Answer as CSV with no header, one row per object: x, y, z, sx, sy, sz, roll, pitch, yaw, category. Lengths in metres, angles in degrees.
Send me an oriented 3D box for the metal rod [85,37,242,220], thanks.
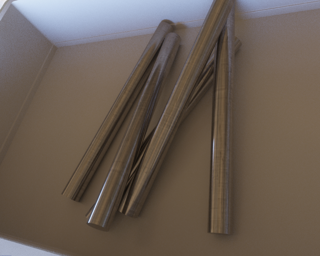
0.010,-0.003,0.402,0.025,0.025,0.300,31,79,38,metal rod

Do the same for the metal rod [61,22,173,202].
-0.055,-0.034,0.455,0.025,0.025,0.300,15,69,34,metal rod

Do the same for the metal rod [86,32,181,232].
-0.022,-0.017,0.403,0.025,0.025,0.300,1,54,28,metal rod

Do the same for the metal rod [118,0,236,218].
0.024,-0.035,0.376,0.025,0.025,0.299,21,85,36,metal rod

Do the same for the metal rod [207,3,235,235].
0.075,-0.032,0.366,0.025,0.025,0.299,-5,65,26,metal rod
